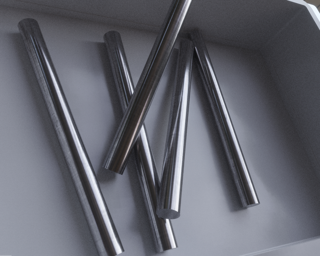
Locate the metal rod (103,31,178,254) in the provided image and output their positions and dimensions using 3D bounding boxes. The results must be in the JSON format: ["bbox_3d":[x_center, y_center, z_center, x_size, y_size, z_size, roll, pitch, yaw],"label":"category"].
[{"bbox_3d":[-0.031,-0.001,0.390,0.025,0.025,0.299,-2,63,-30],"label":"metal rod"}]

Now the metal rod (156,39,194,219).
[{"bbox_3d":[0.026,-0.024,0.418,0.025,0.025,0.300,22,48,-15],"label":"metal rod"}]

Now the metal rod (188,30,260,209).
[{"bbox_3d":[0.090,-0.029,0.473,0.025,0.025,0.299,2,61,-28],"label":"metal rod"}]

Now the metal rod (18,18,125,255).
[{"bbox_3d":[-0.107,-0.002,0.349,0.025,0.025,0.299,-13,69,-34],"label":"metal rod"}]

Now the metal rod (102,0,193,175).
[{"bbox_3d":[-0.001,-0.087,0.384,0.025,0.025,0.299,25,77,-14],"label":"metal rod"}]
